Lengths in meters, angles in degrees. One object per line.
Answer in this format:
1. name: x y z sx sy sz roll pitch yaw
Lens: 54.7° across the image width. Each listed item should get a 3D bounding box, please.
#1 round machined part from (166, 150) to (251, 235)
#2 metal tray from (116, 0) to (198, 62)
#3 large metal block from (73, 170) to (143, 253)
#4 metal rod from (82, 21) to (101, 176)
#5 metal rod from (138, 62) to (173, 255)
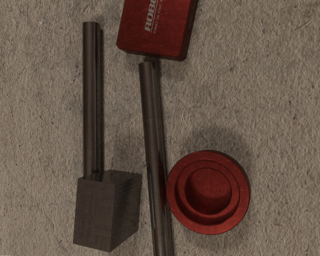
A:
1. round machined part: 0.060 0.075 0.378 0.098 0.042 0.097 0 90 19
2. metal tray: 0.000 -0.159 0.405 0.090 0.030 0.129 13 94 19
3. large metal block: -0.065 0.102 0.401 0.050 0.080 0.079 5 92 19
4. metal rod: -0.097 0.001 0.441 0.025 0.025 0.298 0 90 19
5. metal rod: -0.004 0.063 0.409 0.025 0.025 0.298 -5 88 19
